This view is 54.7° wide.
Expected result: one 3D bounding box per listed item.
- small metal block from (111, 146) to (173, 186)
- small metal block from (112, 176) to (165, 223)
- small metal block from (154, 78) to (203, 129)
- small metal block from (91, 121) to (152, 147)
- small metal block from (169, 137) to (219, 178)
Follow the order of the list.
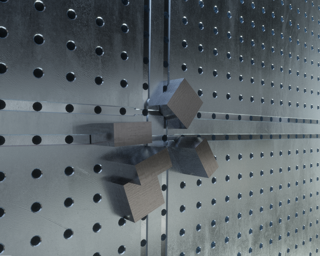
[{"bbox_3d":[-0.022,0.044,0.376,0.050,0.050,0.025,-26,107,-37],"label":"small metal block"},{"bbox_3d":[-0.026,0.082,0.389,0.050,0.025,0.050,-25,106,-38],"label":"small metal block"},{"bbox_3d":[0.028,-0.034,0.435,0.050,0.025,0.050,48,61,-30],"label":"small metal block"},{"bbox_3d":[-0.045,0.006,0.357,0.050,0.050,0.025,-4,93,-40],"label":"small metal block"},{"bbox_3d":[0.047,0.040,0.435,0.025,0.050,0.050,-41,115,-32],"label":"small metal block"}]
